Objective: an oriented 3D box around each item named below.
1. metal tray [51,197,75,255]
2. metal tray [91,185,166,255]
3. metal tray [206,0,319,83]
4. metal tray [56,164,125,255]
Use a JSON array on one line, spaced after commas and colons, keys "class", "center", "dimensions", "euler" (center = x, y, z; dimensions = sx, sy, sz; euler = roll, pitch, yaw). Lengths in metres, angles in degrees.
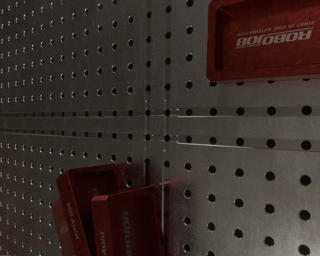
[{"class": "metal tray", "center": [-0.135, 0.151, 0.489], "dimensions": [0.129, 0.030, 0.090], "euler": [-42, 64, 52]}, {"class": "metal tray", "center": [-0.036, 0.144, 0.394], "dimensions": [0.030, 0.091, 0.129], "euler": [-13, 82, 39]}, {"class": "metal tray", "center": [0.112, -0.094, 0.312], "dimensions": [0.130, 0.030, 0.089], "euler": [3, 92, 39]}, {"class": "metal tray", "center": [-0.083, 0.119, 0.432], "dimensions": [0.030, 0.091, 0.130], "euler": [-33, 70, 35]}]
